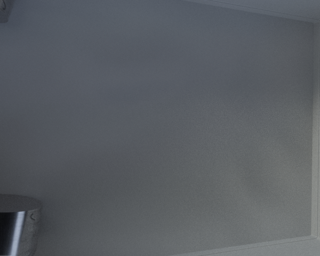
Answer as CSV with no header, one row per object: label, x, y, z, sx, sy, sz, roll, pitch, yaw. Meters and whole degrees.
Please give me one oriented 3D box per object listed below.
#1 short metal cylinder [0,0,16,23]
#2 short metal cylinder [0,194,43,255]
short metal cylinder,-0.188,-0.149,0.312,0.081,0.080,0.050,18,84,-20
short metal cylinder,-0.167,0.102,0.320,0.081,0.080,0.050,8,87,-20
